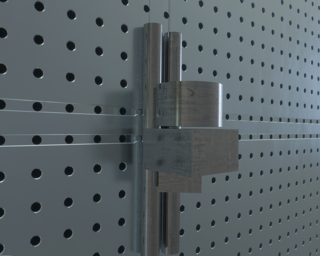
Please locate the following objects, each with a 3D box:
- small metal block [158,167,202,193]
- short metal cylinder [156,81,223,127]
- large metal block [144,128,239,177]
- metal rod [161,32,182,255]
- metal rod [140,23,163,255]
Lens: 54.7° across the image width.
[{"bbox_3d":[0.026,0.063,0.387,0.050,0.050,0.025,3,87,-85],"label":"small metal block"},{"bbox_3d":[0.036,-0.027,0.377,0.081,0.080,0.050,1,90,-40],"label":"short metal cylinder"},{"bbox_3d":[0.037,0.026,0.374,0.081,0.080,0.050,0,90,-40],"label":"large metal block"},{"bbox_3d":[0.016,0.020,0.426,0.025,0.025,0.298,1,89,-40],"label":"metal rod"},{"bbox_3d":[-0.011,0.016,0.403,0.025,0.025,0.298,1,89,-40],"label":"metal rod"}]
